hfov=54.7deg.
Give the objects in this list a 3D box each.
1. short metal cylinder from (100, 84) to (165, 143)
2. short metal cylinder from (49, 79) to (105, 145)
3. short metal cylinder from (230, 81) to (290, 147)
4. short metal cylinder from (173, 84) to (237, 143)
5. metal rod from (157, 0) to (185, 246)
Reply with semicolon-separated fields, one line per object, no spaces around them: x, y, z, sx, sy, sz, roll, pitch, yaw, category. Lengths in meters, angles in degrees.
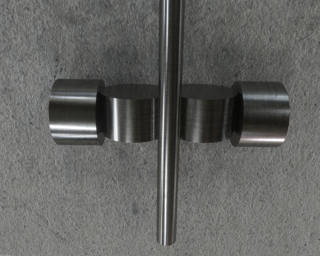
-0.030;-0.021;0.374;0.081;0.080;0.050;1;110;-1;short metal cylinder
-0.095;-0.019;0.374;0.050;0.080;0.079;1;110;-1;short metal cylinder
0.116;-0.017;0.377;0.050;0.080;0.079;1;110;-1;short metal cylinder
0.050;-0.020;0.374;0.081;0.080;0.050;1;110;-1;short metal cylinder
0.010;0.003;0.347;0.025;0.025;0.298;1;110;-1;metal rod
